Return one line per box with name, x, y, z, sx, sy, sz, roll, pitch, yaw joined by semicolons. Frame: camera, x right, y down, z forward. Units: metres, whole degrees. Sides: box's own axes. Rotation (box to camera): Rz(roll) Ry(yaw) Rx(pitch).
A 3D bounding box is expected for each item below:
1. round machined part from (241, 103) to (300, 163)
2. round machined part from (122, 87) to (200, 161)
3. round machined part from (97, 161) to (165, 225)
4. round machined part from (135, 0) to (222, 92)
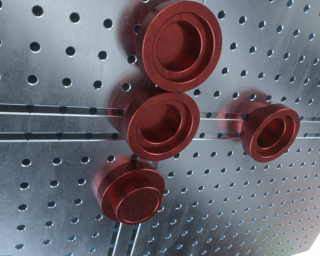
round machined part;0.172;0.004;0.500;0.099;0.042;0.097;-14;125;-21
round machined part;-0.002;-0.010;0.395;0.099;0.042;0.097;-14;125;-21
round machined part;-0.036;0.099;0.444;0.099;0.042;0.097;-14;124;-21
round machined part;0.018;-0.093;0.350;0.099;0.042;0.097;-12;119;-23
